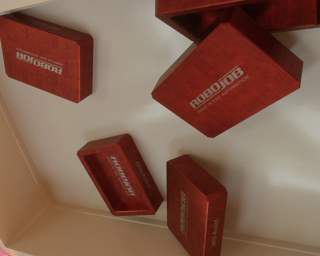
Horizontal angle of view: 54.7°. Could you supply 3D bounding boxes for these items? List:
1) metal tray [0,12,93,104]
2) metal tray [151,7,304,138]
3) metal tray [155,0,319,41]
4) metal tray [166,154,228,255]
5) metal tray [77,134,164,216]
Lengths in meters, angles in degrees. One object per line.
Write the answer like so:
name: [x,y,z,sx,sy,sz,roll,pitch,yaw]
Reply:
metal tray: [-0.156,-0.097,0.425,0.130,0.030,0.089,21,126,15]
metal tray: [0.061,-0.047,0.313,0.090,0.030,0.129,35,143,-13]
metal tray: [0.073,-0.105,0.260,0.130,0.090,0.030,1,90,27]
metal tray: [0.045,0.112,0.418,0.090,0.030,0.129,40,139,48]
metal tray: [-0.061,0.077,0.483,0.090,0.030,0.129,-13,112,33]
